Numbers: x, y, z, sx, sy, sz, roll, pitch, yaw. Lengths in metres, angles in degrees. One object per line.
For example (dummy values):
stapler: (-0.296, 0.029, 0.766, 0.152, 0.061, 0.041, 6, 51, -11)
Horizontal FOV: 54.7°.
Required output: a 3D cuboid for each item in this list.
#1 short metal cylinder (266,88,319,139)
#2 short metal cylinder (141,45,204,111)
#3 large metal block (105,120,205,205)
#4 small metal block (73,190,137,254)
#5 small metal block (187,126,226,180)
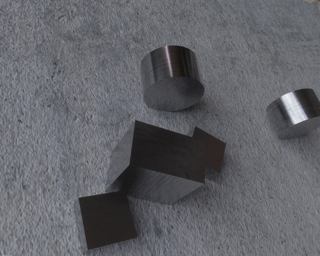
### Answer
short metal cylinder: (0.222, -0.021, 0.504, 0.081, 0.080, 0.050, -2, 63, -30)
short metal cylinder: (0.015, -0.065, 0.418, 0.081, 0.080, 0.050, 7, 59, -25)
large metal block: (-0.007, 0.042, 0.340, 0.081, 0.080, 0.050, 17, 55, -19)
small metal block: (-0.057, 0.095, 0.316, 0.050, 0.025, 0.050, -3, 63, -30)
small metal block: (0.057, 0.034, 0.416, 0.050, 0.025, 0.050, 29, 52, -10)
